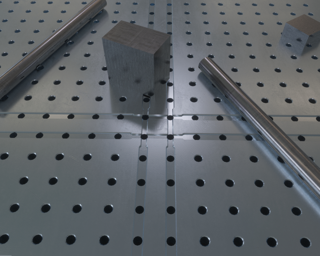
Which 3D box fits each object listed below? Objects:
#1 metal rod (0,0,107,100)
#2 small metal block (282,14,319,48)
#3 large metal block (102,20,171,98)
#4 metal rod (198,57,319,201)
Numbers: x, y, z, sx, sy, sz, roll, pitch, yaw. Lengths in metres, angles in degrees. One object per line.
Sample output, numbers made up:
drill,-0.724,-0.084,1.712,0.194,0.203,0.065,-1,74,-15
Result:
metal rod,-0.181,-0.148,0.530,0.025,0.025,0.301,20,53,16
small metal block,0.259,-0.175,0.556,0.050,0.025,0.050,-28,56,-22
large metal block,-0.032,-0.101,0.456,0.080,0.080,0.050,21,53,17
metal rod,0.140,0.000,0.408,0.025,0.025,0.300,-21,53,-17
